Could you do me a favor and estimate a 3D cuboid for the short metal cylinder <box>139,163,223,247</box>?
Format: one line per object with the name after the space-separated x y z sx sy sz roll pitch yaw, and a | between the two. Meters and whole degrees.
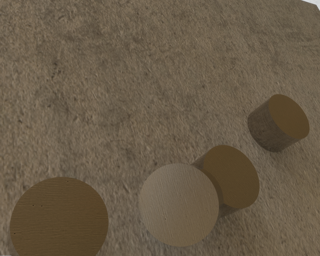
0.024 0.078 0.327 0.080 0.080 0.050 62 10 15 | short metal cylinder

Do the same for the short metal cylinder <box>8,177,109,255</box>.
-0.093 0.091 0.283 0.081 0.050 0.080 14 56 -21 | short metal cylinder

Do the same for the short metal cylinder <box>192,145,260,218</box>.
0.076 0.068 0.389 0.081 0.050 0.080 14 56 -21 | short metal cylinder

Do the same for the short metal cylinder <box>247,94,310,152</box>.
0.189 -0.007 0.497 0.081 0.050 0.080 14 56 -21 | short metal cylinder
